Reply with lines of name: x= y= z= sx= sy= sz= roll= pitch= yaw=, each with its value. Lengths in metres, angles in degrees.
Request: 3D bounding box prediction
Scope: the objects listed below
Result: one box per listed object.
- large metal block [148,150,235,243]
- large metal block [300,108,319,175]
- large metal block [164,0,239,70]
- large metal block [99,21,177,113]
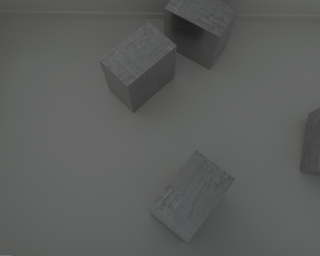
large metal block: x=0.033 y=0.080 z=0.351 sx=0.050 sy=0.080 sz=0.080 roll=38 pitch=74 yaw=12
large metal block: x=0.229 y=0.023 z=0.383 sx=0.080 sy=0.050 sz=0.080 roll=12 pitch=80 yaw=4
large metal block: x=0.053 y=-0.138 z=0.431 sx=0.080 sy=0.080 sz=0.050 roll=31 pitch=73 yaw=10
large metal block: x=-0.026 y=-0.077 z=0.408 sx=0.080 sy=0.080 sz=0.050 roll=-42 pitch=76 yaw=-14
